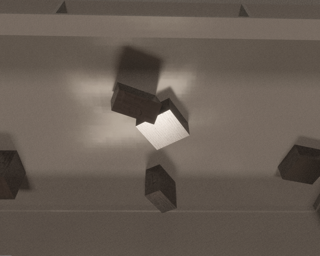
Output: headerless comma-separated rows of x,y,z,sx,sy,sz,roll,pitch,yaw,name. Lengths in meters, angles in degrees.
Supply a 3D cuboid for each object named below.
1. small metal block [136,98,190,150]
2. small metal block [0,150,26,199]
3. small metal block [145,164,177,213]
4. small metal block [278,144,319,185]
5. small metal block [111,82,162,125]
0.004,-0.004,0.406,0.050,0.025,0.050,-26,126,20,small metal block
-0.221,0.068,0.447,0.025,0.050,0.050,0,130,-1,small metal block
0.002,0.092,0.472,0.025,0.050,0.050,-24,126,19,small metal block
0.213,0.055,0.459,0.050,0.025,0.050,11,129,-10,small metal block
-0.029,-0.030,0.363,0.050,0.050,0.025,18,104,-15,small metal block
